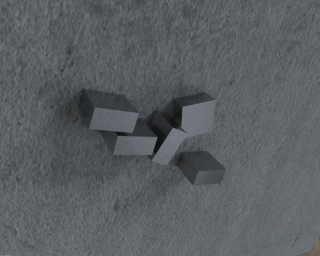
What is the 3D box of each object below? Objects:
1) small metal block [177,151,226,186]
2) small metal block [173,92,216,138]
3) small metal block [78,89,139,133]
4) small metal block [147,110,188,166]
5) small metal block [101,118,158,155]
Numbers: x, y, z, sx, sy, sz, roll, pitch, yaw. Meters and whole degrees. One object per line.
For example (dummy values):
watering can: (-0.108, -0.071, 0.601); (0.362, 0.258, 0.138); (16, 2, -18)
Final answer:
small metal block: (0.061, 0.059, 0.463); (0.050, 0.050, 0.025); (1, 118, -30)
small metal block: (0.046, -0.017, 0.423); (0.050, 0.025, 0.050); (-14, 124, -21)
small metal block: (-0.059, -0.020, 0.348); (0.050, 0.050, 0.025); (6, 115, -32)
small metal block: (0.001, 0.012, 0.400); (0.025, 0.050, 0.050); (22, 106, -37)
small metal block: (-0.039, 0.009, 0.376); (0.050, 0.050, 0.025); (3, 117, -30)
